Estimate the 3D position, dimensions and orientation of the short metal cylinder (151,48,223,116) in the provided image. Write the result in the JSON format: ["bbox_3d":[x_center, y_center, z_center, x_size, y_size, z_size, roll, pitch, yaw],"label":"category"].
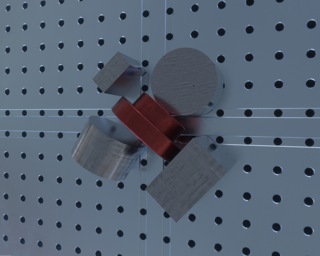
[{"bbox_3d":[0.035,-0.054,0.386,0.080,0.050,0.079,0,90,19],"label":"short metal cylinder"}]

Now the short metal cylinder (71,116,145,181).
[{"bbox_3d":[-0.067,0.025,0.405,0.080,0.080,0.050,33,101,16],"label":"short metal cylinder"}]

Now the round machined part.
[{"bbox_3d":[-0.008,-0.006,0.376,0.098,0.098,0.042,43,91,14],"label":"round machined part"}]

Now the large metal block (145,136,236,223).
[{"bbox_3d":[0.040,0.056,0.369,0.050,0.080,0.080,45,104,14],"label":"large metal block"}]

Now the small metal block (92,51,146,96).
[{"bbox_3d":[-0.054,-0.071,0.417,0.050,0.050,0.025,-44,77,14],"label":"small metal block"}]
